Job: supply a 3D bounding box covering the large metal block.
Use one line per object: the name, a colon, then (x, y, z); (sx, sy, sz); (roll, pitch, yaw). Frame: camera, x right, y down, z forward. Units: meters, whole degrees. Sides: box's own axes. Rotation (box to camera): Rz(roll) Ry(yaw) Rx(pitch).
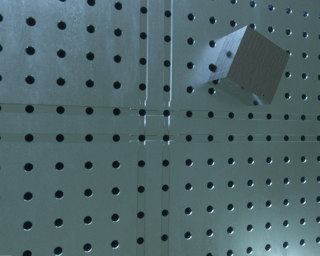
large metal block: (0.128, -0.086, 0.448); (0.080, 0.050, 0.080); (27, 81, -19)
